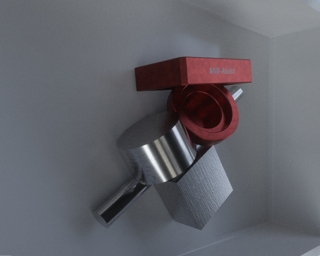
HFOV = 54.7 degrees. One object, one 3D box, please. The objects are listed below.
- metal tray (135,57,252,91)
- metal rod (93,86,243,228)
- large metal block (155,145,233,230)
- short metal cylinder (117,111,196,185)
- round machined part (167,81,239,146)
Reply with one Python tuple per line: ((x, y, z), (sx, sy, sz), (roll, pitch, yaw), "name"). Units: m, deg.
((0.045, -0.068, 0.400), (0.131, 0.090, 0.030), (-9, 96, -40), "metal tray")
((0.030, 0.022, 0.432), (0.302, 0.025, 0.025), (-40, 115, -33), "metal rod")
((0.046, 0.078, 0.428), (0.080, 0.050, 0.080), (-40, 115, -33), "large metal block")
((-0.004, 0.022, 0.368), (0.080, 0.080, 0.050), (-41, 115, -33), "short metal cylinder")
((0.054, -0.020, 0.423), (0.099, 0.042, 0.098), (10, 62, -20), "round machined part")
